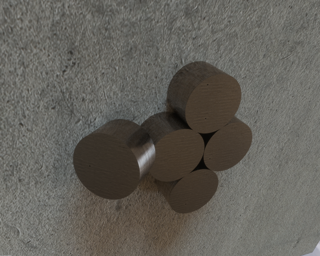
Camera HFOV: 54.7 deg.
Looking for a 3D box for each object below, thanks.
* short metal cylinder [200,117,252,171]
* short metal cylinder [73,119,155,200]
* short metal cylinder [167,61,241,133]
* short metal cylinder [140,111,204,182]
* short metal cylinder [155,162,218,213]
[{"bbox_3d":[0.085,0.015,0.448,0.081,0.050,0.079,-14,124,-21],"label":"short metal cylinder"},{"bbox_3d":[-0.051,0.035,0.359,0.080,0.050,0.079,6,111,17],"label":"short metal cylinder"},{"bbox_3d":[0.056,-0.040,0.398,0.081,0.050,0.079,-14,124,-21],"label":"short metal cylinder"},{"bbox_3d":[0.011,0.024,0.413,0.081,0.050,0.079,-14,124,-21],"label":"short metal cylinder"},{"bbox_3d":[0.039,0.080,0.463,0.081,0.050,0.079,-14,124,-21],"label":"short metal cylinder"}]
